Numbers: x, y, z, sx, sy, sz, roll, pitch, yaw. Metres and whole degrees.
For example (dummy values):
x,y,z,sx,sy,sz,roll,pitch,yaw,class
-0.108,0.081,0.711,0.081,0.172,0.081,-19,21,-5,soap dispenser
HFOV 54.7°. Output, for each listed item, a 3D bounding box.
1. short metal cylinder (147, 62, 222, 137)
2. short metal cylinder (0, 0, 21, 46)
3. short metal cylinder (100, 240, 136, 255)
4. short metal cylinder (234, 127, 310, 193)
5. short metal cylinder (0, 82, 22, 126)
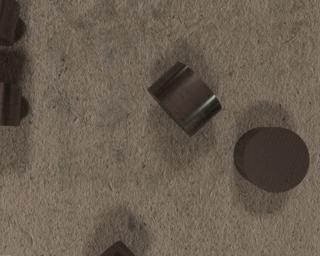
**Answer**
x,y,z,sx,sy,sz,roll,pitch,yaw,class
0.030,-0.035,0.383,0.050,0.080,0.080,-42,91,0,short metal cylinder
-0.219,-0.137,0.380,0.080,0.080,0.050,10,90,-1,short metal cylinder
-0.060,0.188,0.382,0.080,0.080,0.050,-43,91,0,short metal cylinder
0.141,0.038,0.399,0.081,0.050,0.079,0,90,-1,short metal cylinder
-0.214,-0.029,0.380,0.081,0.080,0.050,3,90,-1,short metal cylinder
